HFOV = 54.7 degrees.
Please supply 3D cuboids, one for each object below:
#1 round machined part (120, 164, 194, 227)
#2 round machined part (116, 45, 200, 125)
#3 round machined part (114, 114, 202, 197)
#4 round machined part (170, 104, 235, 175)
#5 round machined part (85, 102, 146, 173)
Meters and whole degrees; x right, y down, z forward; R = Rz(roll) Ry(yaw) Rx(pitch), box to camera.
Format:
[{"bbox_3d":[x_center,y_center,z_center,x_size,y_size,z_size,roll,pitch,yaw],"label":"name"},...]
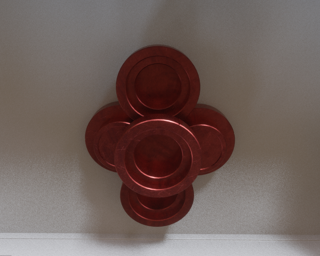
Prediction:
[{"bbox_3d":[-0.004,0.085,0.431,0.099,0.042,0.097,0,110,-1],"label":"round machined part"},{"bbox_3d":[-0.002,-0.053,0.380,0.099,0.042,0.097,0,110,-1],"label":"round machined part"},{"bbox_3d":[-0.002,0.029,0.366,0.099,0.042,0.097,0,110,-1],"label":"round machined part"},{"bbox_3d":[0.050,0.020,0.408,0.099,0.042,0.097,0,110,-1],"label":"round machined part"},{"bbox_3d":[-0.049,0.017,0.406,0.099,0.042,0.097,0,110,-1],"label":"round machined part"}]
